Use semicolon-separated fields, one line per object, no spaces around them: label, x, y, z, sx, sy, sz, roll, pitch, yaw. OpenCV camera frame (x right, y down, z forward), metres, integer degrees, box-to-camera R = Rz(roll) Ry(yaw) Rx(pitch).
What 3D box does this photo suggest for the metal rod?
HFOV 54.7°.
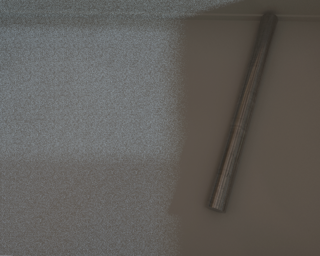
metal rod;0.117;-0.034;0.423;0.025;0.025;0.300;19;71;6
